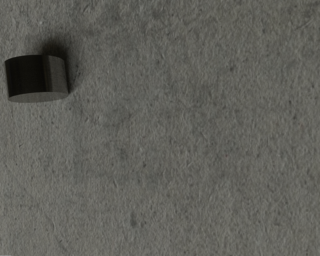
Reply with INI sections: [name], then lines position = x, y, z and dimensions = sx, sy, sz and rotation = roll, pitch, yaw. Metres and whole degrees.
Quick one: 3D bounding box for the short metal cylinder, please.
[short metal cylinder]
position = -0.175, -0.067, 0.440
dimensions = 0.080, 0.080, 0.050
rotation = -9, 87, 19
